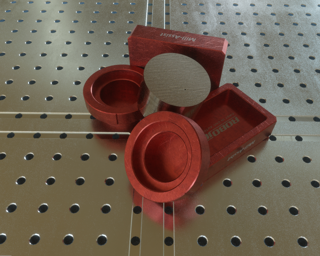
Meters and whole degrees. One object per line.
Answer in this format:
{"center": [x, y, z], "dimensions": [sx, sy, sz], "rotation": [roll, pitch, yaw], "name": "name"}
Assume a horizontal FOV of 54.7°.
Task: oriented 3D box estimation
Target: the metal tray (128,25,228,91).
{"center": [0.023, -0.091, 0.442], "dimensions": [0.131, 0.089, 0.030], "rotation": [12, 51, 9], "name": "metal tray"}

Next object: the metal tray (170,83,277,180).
{"center": [0.073, 0.000, 0.404], "dimensions": [0.131, 0.030, 0.090], "rotation": [-30, 56, -23], "name": "metal tray"}

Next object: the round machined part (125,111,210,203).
{"center": [0.011, 0.033, 0.347], "dimensions": [0.098, 0.042, 0.097], "rotation": [-6, 79, 32], "name": "round machined part"}

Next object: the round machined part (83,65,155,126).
{"center": [-0.053, -0.041, 0.431], "dimensions": [0.099, 0.042, 0.098], "rotation": [0, 50, 0], "name": "round machined part"}

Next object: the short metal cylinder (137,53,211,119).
{"center": [0.016, -0.045, 0.381], "dimensions": [0.081, 0.050, 0.080], "rotation": [7, 58, -10], "name": "short metal cylinder"}
